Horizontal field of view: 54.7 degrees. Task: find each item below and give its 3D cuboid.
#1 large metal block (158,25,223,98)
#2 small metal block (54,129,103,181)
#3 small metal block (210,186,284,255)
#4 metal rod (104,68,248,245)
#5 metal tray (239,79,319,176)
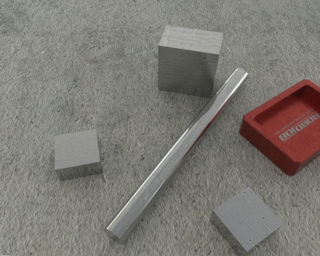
[{"bbox_3d":[0.042,-0.094,0.447,0.080,0.080,0.050,10,51,8],"label":"large metal block"},{"bbox_3d":[-0.099,0.032,0.375,0.050,0.025,0.050,-10,51,-9],"label":"small metal block"},{"bbox_3d":[0.089,0.098,0.322,0.050,0.025,0.050,-27,55,-21],"label":"small metal block"},{"bbox_3d":[0.038,0.014,0.391,0.025,0.025,0.301,28,55,21],"label":"metal rod"},{"bbox_3d":[0.182,-0.006,0.407,0.131,0.030,0.090,-29,56,-23],"label":"metal tray"}]
